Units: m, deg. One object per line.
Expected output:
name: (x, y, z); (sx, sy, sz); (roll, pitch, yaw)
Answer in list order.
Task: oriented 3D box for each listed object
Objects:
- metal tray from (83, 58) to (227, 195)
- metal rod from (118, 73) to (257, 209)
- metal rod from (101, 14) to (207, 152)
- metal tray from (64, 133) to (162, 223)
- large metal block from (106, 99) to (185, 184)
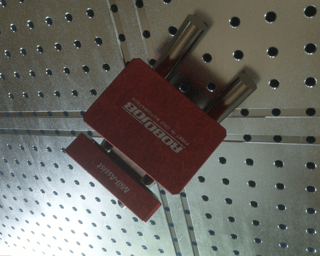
metal tray: (-0.005, -0.002, 0.341); (0.130, 0.030, 0.090); (40, 85, 0)
metal rod: (0.017, 0.037, 0.424); (0.025, 0.025, 0.298); (41, 129, 0)
metal rod: (-0.036, -0.021, 0.416); (0.025, 0.025, 0.298); (40, 129, 0)
metal tray: (-0.060, 0.062, 0.410); (0.130, 0.030, 0.090); (42, 173, -2)
large metal block: (-0.016, 0.016, 0.392); (0.050, 0.080, 0.080); (41, 129, 0)
